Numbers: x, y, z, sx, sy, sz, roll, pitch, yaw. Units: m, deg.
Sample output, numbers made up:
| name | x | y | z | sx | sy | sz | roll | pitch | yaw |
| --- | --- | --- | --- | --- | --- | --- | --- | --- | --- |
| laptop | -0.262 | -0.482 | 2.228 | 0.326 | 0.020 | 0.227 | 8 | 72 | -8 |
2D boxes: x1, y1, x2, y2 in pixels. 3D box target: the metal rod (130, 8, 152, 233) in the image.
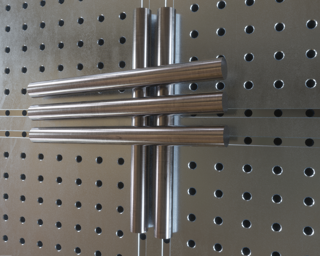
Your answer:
| name | x | y | z | sx | sy | sz | roll | pitch | yaw |
| --- | --- | --- | --- | --- | --- | --- | --- | --- | --- |
| metal rod | -0.026 | -0.010 | 0.421 | 0.025 | 0.025 | 0.298 | 1 | 90 | 19 |

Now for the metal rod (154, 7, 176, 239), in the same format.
| name | x | y | z | sx | sy | sz | roll | pitch | yaw |
| --- | --- | --- | --- | --- | --- | --- | --- | --- | --- |
| metal rod | 0.007 | -0.006 | 0.410 | 0.025 | 0.025 | 0.298 | 1 | 90 | 19 |

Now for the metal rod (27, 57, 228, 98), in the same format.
| name | x | y | z | sx | sy | sz | roll | pitch | yaw |
| --- | --- | --- | --- | --- | --- | --- | --- | --- | --- |
| metal rod | -0.062 | -0.062 | 0.411 | 0.300 | 0.025 | 0.025 | -2 | 90 | 27 |

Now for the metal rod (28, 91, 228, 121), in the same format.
| name | x | y | z | sx | sy | sz | roll | pitch | yaw |
| --- | --- | --- | --- | --- | --- | --- | --- | --- | --- |
| metal rod | -0.061 | -0.026 | 0.411 | 0.300 | 0.025 | 0.025 | -1 | 90 | 27 |

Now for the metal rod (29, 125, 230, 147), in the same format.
| name | x | y | z | sx | sy | sz | roll | pitch | yaw |
| --- | --- | --- | --- | --- | --- | --- | --- | --- | --- |
| metal rod | -0.060 | 0.010 | 0.410 | 0.300 | 0.025 | 0.025 | 0 | 90 | 28 |
